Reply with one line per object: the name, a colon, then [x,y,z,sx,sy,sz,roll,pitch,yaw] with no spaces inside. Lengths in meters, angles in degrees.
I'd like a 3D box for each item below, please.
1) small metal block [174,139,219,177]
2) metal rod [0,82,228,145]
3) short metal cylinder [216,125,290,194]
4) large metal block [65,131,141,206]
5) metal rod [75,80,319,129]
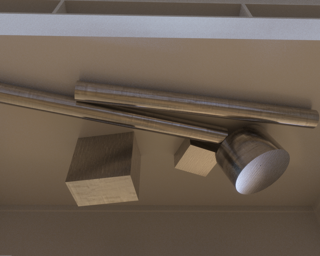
small metal block: [0.054,0.039,0.443,0.050,0.025,0.050,18,128,-15]
metal rod: [-0.059,-0.017,0.394,0.302,0.025,0.025,11,129,-10]
short metal cylinder: [0.123,0.043,0.414,0.081,0.050,0.079,-15,132,-16]
large metal block: [-0.072,0.054,0.418,0.080,0.080,0.050,-7,130,5]
metal rod: [0.050,-0.028,0.385,0.302,0.025,0.025,6,130,-6]
